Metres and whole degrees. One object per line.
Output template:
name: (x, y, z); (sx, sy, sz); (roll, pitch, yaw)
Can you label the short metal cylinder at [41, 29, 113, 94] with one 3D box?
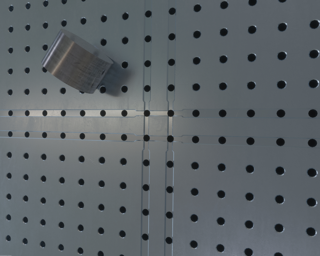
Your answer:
short metal cylinder: (-0.112, -0.090, 0.423); (0.080, 0.080, 0.050); (39, 103, 16)
